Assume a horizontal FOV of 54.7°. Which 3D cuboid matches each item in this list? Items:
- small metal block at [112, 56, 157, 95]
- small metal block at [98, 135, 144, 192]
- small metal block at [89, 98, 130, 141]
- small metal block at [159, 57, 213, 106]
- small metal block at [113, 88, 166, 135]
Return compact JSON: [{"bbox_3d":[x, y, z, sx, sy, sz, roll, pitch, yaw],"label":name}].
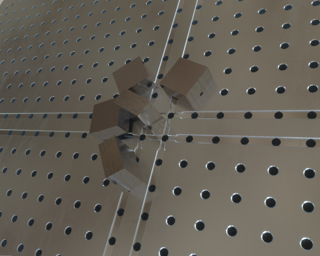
[{"bbox_3d":[-0.040,-0.074,0.473,0.050,0.025,0.050,-30,52,8],"label":"small metal block"},{"bbox_3d":[-0.049,0.045,0.389,0.025,0.050,0.050,-29,52,10],"label":"small metal block"},{"bbox_3d":[-0.072,-0.013,0.449,0.050,0.025,0.050,-15,55,26],"label":"small metal block"},{"bbox_3d":[0.036,-0.065,0.428,0.050,0.025,0.050,31,78,37],"label":"small metal block"},{"bbox_3d":[-0.027,-0.022,0.419,0.050,0.050,0.025,30,78,37],"label":"small metal block"}]
